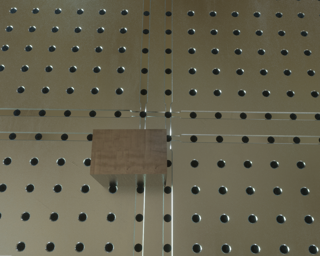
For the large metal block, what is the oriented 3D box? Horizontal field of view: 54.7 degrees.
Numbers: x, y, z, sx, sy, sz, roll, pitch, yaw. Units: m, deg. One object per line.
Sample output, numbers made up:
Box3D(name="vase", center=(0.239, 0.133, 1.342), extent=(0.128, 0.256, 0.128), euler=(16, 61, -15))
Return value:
Box3D(name="large metal block", center=(-0.033, 0.038, 0.368), extent=(0.081, 0.080, 0.050), euler=(0, 70, -1))
